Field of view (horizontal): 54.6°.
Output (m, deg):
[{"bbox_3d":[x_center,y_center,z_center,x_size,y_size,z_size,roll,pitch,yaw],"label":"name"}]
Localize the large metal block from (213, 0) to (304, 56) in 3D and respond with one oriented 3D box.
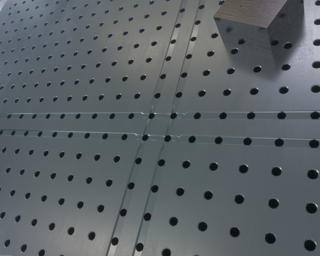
[{"bbox_3d":[0.133,-0.154,0.417,0.080,0.050,0.080,30,78,37],"label":"large metal block"}]
